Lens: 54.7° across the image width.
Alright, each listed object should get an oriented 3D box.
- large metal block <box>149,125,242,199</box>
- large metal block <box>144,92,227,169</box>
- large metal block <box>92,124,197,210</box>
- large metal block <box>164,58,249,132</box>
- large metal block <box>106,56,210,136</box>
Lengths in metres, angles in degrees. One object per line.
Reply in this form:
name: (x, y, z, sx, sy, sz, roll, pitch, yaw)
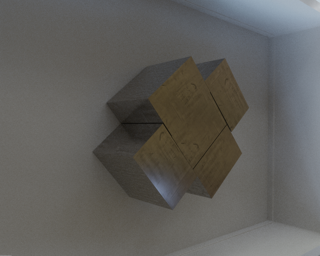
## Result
large metal block: (0.048, 0.040, 0.412, 0.080, 0.080, 0.050, -48, 119, -30)
large metal block: (0.022, 0.002, 0.391, 0.080, 0.080, 0.050, -48, 119, -30)
large metal block: (-0.018, 0.041, 0.357, 0.050, 0.080, 0.080, -49, 119, -29)
large metal block: (0.061, -0.042, 0.423, 0.050, 0.080, 0.080, -49, 119, -29)
large metal block: (-0.002, -0.037, 0.369, 0.080, 0.080, 0.050, -48, 119, -30)
